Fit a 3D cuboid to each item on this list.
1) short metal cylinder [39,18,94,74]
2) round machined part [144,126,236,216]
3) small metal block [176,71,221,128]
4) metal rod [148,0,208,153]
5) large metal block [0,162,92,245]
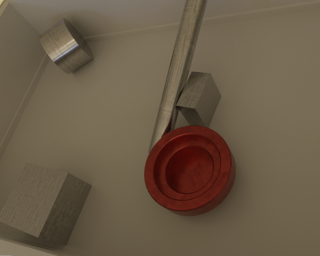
[{"bbox_3d":[-0.161,-0.142,0.539,0.050,0.080,0.080,-33,52,7],"label":"short metal cylinder"},{"bbox_3d":[0.035,0.049,0.345,0.098,0.042,0.098,-13,56,20],"label":"round machined part"},{"bbox_3d":[0.050,-0.034,0.383,0.025,0.050,0.050,13,68,33],"label":"small metal block"},{"bbox_3d":[0.033,-0.110,0.370,0.025,0.025,0.298,19,99,35],"label":"metal rod"},{"bbox_3d":[-0.150,0.098,0.406,0.080,0.050,0.080,7,65,30],"label":"large metal block"}]
